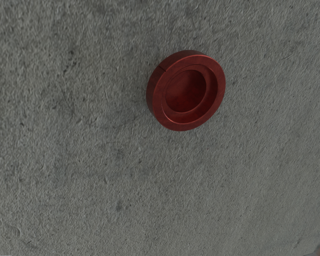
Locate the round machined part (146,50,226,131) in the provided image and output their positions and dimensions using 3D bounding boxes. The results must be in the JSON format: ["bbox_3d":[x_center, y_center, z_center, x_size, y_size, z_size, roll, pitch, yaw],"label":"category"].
[{"bbox_3d":[0.028,-0.048,0.380,0.099,0.042,0.097,-14,124,-21],"label":"round machined part"}]
